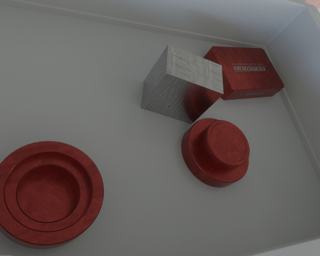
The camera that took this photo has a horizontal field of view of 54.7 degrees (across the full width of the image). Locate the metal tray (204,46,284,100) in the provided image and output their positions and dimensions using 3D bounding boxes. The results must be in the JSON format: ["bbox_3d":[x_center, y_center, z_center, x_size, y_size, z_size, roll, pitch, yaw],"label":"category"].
[{"bbox_3d":[0.148,-0.098,0.544,0.131,0.030,0.090,-7,65,-32],"label":"metal tray"}]

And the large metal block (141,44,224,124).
[{"bbox_3d":[0.028,-0.056,0.421,0.081,0.080,0.050,17,55,-19],"label":"large metal block"}]

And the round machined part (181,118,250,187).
[{"bbox_3d":[0.082,0.028,0.424,0.099,0.042,0.098,14,56,-21],"label":"round machined part"}]

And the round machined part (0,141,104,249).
[{"bbox_3d":[-0.108,0.065,0.298,0.099,0.042,0.098,14,56,-21],"label":"round machined part"}]
